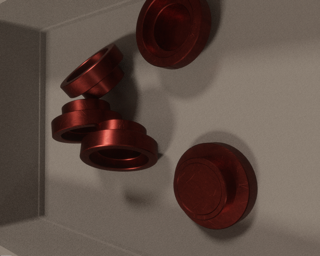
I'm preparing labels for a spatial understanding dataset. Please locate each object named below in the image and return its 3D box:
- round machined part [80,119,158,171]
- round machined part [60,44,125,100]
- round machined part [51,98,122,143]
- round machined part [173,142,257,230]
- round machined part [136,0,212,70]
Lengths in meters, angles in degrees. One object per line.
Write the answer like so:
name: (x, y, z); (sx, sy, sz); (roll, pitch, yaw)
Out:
round machined part: (-0.052, 0.022, 0.405); (0.098, 0.098, 0.042); (-22, 56, 37)
round machined part: (-0.091, -0.074, 0.445); (0.098, 0.098, 0.042); (-18, 122, 38)
round machined part: (-0.104, -0.011, 0.443); (0.098, 0.099, 0.042); (-21, 71, 38)
round machined part: (0.054, 0.065, 0.350); (0.098, 0.042, 0.097); (0, 90, 39)
round machined part: (0.020, -0.120, 0.377); (0.098, 0.042, 0.097); (0, 90, 39)
